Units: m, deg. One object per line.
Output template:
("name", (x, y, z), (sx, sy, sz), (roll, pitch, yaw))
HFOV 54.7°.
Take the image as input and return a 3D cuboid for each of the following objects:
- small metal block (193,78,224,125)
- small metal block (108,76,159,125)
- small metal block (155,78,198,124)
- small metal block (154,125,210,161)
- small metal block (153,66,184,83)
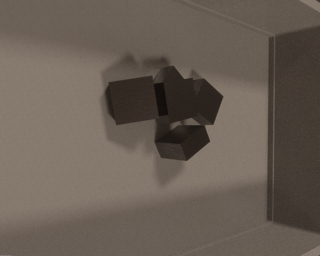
("small metal block", (0.063, -0.038, 0.462), (0.050, 0.025, 0.050), (35, 69, -35))
("small metal block", (-0.031, -0.033, 0.367), (0.050, 0.025, 0.050), (-9, 98, -4))
("small metal block", (0.019, -0.035, 0.392), (0.050, 0.025, 0.050), (-16, 101, -39))
("small metal block", (0.030, 0.019, 0.418), (0.050, 0.050, 0.025), (-35, 112, -35))
("small metal block", (0.013, -0.047, 0.419), (0.050, 0.025, 0.050), (46, 62, -31))
